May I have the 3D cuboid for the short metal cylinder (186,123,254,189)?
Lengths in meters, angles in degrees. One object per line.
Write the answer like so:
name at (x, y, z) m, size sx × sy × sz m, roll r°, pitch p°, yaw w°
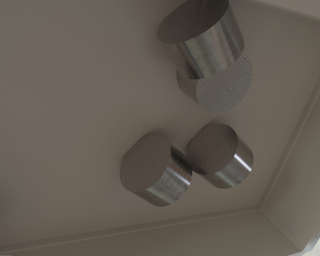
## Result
short metal cylinder at (0.086, 0.040, 0.444) m, size 0.080 × 0.080 × 0.050 m, roll -46°, pitch 129°, yaw 4°

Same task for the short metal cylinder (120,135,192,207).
short metal cylinder at (-0.005, 0.055, 0.404) m, size 0.080 × 0.080 × 0.050 m, roll -45°, pitch 129°, yaw 3°

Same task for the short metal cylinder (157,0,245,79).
short metal cylinder at (0.045, -0.099, 0.336) m, size 0.080 × 0.080 × 0.050 m, roll -39°, pitch 129°, yaw -2°

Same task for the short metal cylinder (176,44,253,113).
short metal cylinder at (0.068, -0.065, 0.389) m, size 0.081 × 0.050 × 0.079 m, roll -14°, pitch 124°, yaw -21°
